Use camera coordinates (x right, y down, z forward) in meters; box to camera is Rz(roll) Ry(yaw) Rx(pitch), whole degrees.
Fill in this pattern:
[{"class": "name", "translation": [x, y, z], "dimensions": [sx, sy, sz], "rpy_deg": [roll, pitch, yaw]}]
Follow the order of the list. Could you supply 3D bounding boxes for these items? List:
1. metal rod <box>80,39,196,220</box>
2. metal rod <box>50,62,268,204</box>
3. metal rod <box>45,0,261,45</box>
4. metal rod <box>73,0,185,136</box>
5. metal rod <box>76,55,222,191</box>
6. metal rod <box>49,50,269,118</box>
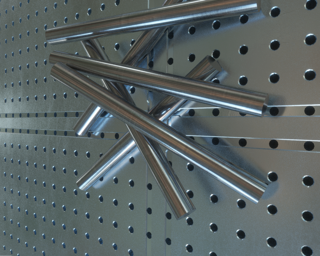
[{"class": "metal rod", "translation": [-0.040, -0.020, 0.409], "dimensions": [0.025, 0.025, 0.299], "rpy_deg": [-45, 63, 30]}, {"class": "metal rod", "translation": [-0.016, -0.004, 0.371], "dimensions": [0.300, 0.025, 0.025], "rpy_deg": [31, 110, 18]}, {"class": "metal rod", "translation": [-0.029, -0.136, 0.395], "dimensions": [0.300, 0.025, 0.025], "rpy_deg": [1, 90, 28]}, {"class": "metal rod", "translation": [-0.045, -0.091, 0.447], "dimensions": [0.299, 0.025, 0.025], "rpy_deg": [-46, 62, 30]}, {"class": "metal rod", "translation": [-0.032, 0.009, 0.437], "dimensions": [0.299, 0.025, 0.025], "rpy_deg": [-41, 65, 32]}, {"class": "metal rod", "translation": [-0.022, -0.061, 0.381], "dimensions": [0.300, 0.025, 0.025], "rpy_deg": [17, 101, 27]}]
